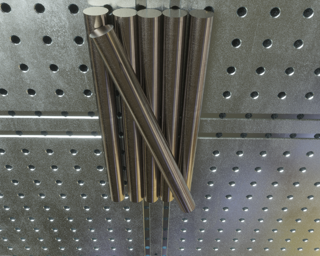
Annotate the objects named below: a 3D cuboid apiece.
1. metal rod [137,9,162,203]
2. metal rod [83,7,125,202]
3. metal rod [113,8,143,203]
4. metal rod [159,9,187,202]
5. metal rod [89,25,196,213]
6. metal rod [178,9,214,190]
[{"bbox_3d":[-0.013,-0.002,0.408,0.025,0.025,0.298,0,130,-1],"label":"metal rod"},{"bbox_3d":[-0.066,-0.004,0.407,0.025,0.025,0.298,1,130,-1],"label":"metal rod"},{"bbox_3d":[-0.037,-0.002,0.408,0.025,0.025,0.298,0,130,-1],"label":"metal rod"},{"bbox_3d":[0.013,-0.003,0.410,0.025,0.025,0.298,0,130,-1],"label":"metal rod"},{"bbox_3d":[-0.007,0.014,0.390,0.025,0.025,0.299,-15,129,12],"label":"metal rod"},{"bbox_3d":[0.039,-0.002,0.410,0.025,0.025,0.298,1,130,-1],"label":"metal rod"}]
